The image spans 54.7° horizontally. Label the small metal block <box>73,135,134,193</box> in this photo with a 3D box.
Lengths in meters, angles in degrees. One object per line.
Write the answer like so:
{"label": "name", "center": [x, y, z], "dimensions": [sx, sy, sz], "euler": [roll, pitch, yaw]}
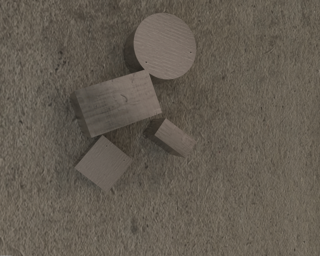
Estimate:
{"label": "small metal block", "center": [-0.070, 0.043, 0.383], "dimensions": [0.050, 0.025, 0.050], "euler": [42, 77, -15]}

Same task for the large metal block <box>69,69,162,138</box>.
{"label": "large metal block", "center": [-0.055, -0.027, 0.360], "dimensions": [0.081, 0.080, 0.050], "euler": [-21, 97, -19]}

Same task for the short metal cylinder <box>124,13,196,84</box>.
{"label": "short metal cylinder", "center": [-0.001, -0.098, 0.395], "dimensions": [0.081, 0.050, 0.080], "euler": [0, 90, -20]}

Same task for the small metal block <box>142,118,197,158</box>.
{"label": "small metal block", "center": [0.011, 0.012, 0.400], "dimensions": [0.050, 0.050, 0.025], "euler": [37, 78, -17]}
